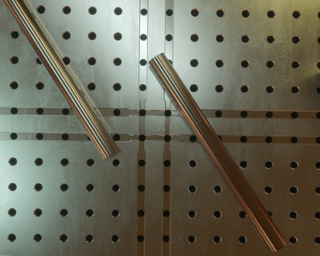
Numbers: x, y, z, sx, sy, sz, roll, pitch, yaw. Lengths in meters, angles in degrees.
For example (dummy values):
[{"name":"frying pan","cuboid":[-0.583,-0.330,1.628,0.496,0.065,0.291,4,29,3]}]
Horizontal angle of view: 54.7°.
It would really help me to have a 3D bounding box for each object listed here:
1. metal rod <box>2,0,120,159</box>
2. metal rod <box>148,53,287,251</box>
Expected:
[{"name":"metal rod","cuboid":[-0.145,-0.091,0.411,0.025,0.025,0.299,-32,90,0]},{"name":"metal rod","cuboid":[0.076,0.032,0.414,0.025,0.025,0.299,-33,90,0]}]
